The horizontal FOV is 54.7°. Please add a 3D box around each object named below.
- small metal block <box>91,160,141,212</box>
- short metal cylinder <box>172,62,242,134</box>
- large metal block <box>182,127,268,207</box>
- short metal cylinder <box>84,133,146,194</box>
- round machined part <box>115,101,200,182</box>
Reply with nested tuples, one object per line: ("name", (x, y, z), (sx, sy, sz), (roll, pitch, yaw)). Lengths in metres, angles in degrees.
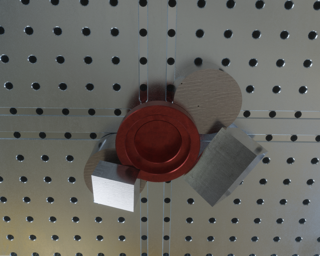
("small metal block", (-0.052, 0.070, 0.372), (0.050, 0.025, 0.050), (12, 130, 8))
("short metal cylinder", (0.056, -0.038, 0.386), (0.081, 0.050, 0.079), (0, 110, 0))
("large metal block", (0.085, 0.046, 0.395), (0.050, 0.080, 0.080), (43, 108, 21))
("short metal cylinder", (-0.057, 0.053, 0.419), (0.081, 0.050, 0.079), (0, 110, 0))
("round machined part", (-0.002, 0.013, 0.378), (0.099, 0.042, 0.097), (0, 110, 0))
